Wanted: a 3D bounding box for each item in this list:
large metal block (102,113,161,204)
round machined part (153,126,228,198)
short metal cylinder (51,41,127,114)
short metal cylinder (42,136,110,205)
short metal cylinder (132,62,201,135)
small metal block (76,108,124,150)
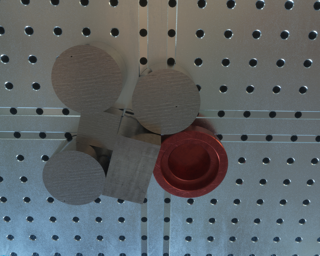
[{"bbox_3d":[-0.034,0.036,0.394,0.050,0.080,0.079,15,109,-6],"label":"large metal block"},{"bbox_3d":[0.039,0.042,0.420,0.099,0.042,0.097,0,110,0],"label":"round machined part"},{"bbox_3d":[-0.083,-0.062,0.376,0.081,0.050,0.079,0,110,0],"label":"short metal cylinder"},{"bbox_3d":[-0.110,0.056,0.419,0.081,0.050,0.079,0,110,0],"label":"short metal cylinder"},{"bbox_3d":[0.007,-0.038,0.386,0.081,0.050,0.079,0,110,0],"label":"short metal cylinder"},{"bbox_3d":[-0.080,-0.003,0.411,0.050,0.025,0.050,14,110,-5],"label":"small metal block"}]
